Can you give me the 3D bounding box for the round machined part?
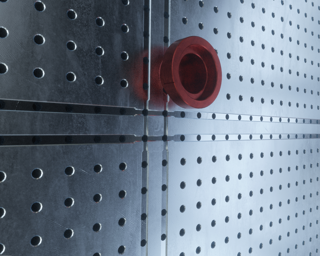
[{"bbox_3d":[0.039,-0.075,0.433,0.099,0.042,0.097,0,90,-40],"label":"round machined part"}]
